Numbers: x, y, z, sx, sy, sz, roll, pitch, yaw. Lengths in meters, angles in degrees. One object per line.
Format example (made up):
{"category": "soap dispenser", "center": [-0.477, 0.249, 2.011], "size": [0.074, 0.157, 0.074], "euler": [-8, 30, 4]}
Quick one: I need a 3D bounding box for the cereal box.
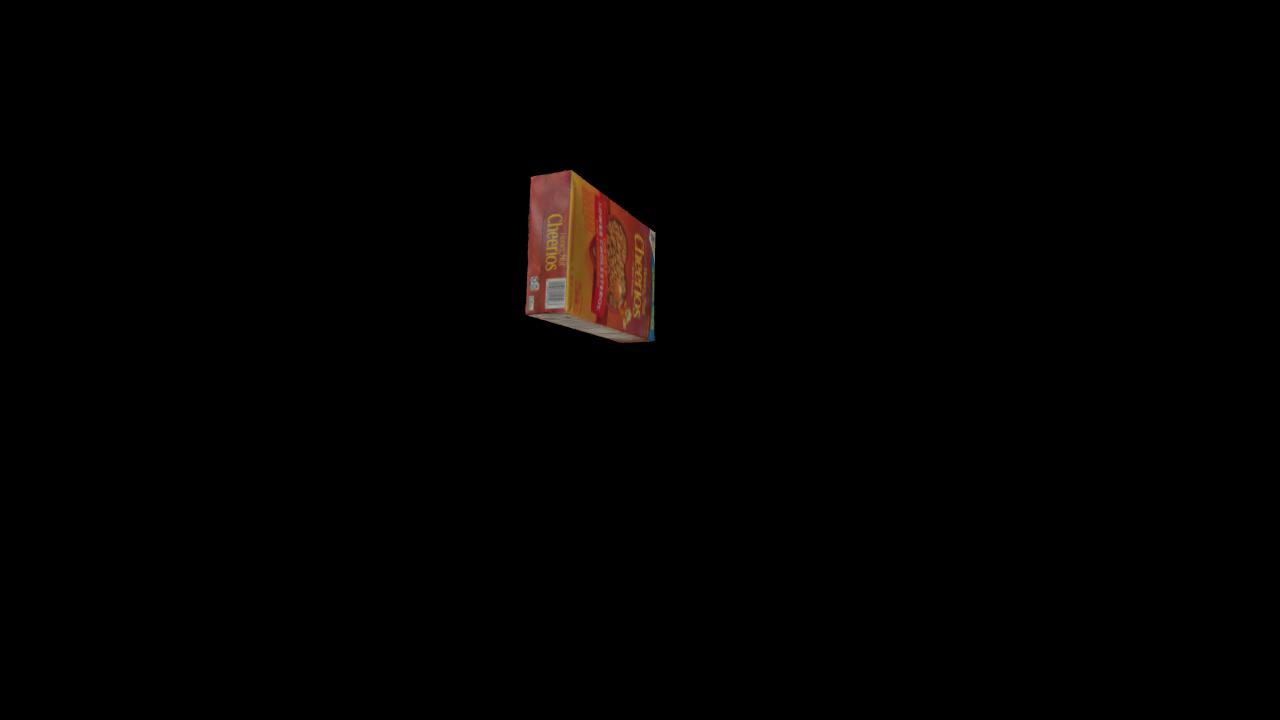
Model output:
{"category": "cereal box", "center": [-0.063, -0.145, 0.973], "size": [0.081, 0.203, 0.306], "euler": [-1, -7, 25]}
